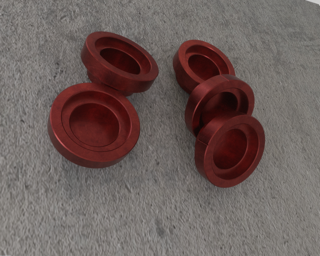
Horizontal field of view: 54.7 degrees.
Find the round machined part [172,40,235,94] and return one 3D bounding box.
[{"bbox_3d":[0.063,-0.085,0.477,0.099,0.042,0.098,14,54,-20],"label":"round machined part"}]

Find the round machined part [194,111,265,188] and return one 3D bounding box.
[{"bbox_3d":[0.085,0.024,0.401,0.099,0.097,0.042,-3,19,-30],"label":"round machined part"}]

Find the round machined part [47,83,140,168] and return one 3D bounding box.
[{"bbox_3d":[-0.076,0.000,0.351,0.099,0.042,0.098,13,57,-21],"label":"round machined part"}]

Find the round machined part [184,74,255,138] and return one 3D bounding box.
[{"bbox_3d":[0.077,-0.029,0.426,0.099,0.097,0.042,0,30,-28],"label":"round machined part"}]

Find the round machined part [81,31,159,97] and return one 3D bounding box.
[{"bbox_3d":[-0.055,-0.078,0.400,0.099,0.042,0.098,22,37,-18],"label":"round machined part"}]
